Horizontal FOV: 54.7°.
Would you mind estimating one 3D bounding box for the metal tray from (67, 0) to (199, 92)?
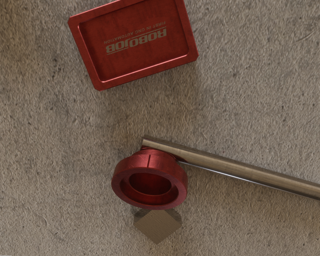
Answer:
[{"bbox_3d":[-0.029,-0.106,0.367,0.131,0.030,0.090,-17,110,5],"label":"metal tray"}]

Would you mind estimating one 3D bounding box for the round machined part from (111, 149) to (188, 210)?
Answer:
[{"bbox_3d":[-0.012,0.065,0.411,0.099,0.042,0.097,5,136,5],"label":"round machined part"}]

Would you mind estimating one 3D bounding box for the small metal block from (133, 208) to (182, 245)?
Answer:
[{"bbox_3d":[-0.003,0.137,0.460,0.050,0.025,0.050,-41,106,13],"label":"small metal block"}]

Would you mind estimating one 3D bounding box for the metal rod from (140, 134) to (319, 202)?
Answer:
[{"bbox_3d":[0.120,0.062,0.434,0.302,0.025,0.025,16,109,-7],"label":"metal rod"}]
